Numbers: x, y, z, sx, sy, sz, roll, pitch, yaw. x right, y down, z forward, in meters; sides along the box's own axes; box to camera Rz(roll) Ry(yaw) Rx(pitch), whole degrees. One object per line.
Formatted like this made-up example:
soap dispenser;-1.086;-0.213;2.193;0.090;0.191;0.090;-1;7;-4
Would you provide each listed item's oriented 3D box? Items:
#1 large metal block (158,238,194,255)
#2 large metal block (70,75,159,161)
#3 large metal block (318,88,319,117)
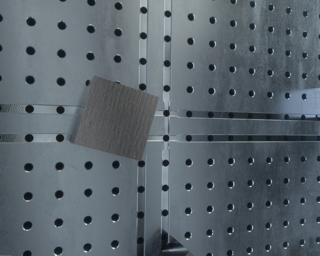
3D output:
large metal block;0.026;0.210;0.411;0.080;0.050;0.080;-45;104;-15
large metal block;-0.056;-0.010;0.379;0.081;0.050;0.080;17;84;-20
large metal block;0.321;-0.042;0.505;0.081;0.080;0.050;1;90;-20
